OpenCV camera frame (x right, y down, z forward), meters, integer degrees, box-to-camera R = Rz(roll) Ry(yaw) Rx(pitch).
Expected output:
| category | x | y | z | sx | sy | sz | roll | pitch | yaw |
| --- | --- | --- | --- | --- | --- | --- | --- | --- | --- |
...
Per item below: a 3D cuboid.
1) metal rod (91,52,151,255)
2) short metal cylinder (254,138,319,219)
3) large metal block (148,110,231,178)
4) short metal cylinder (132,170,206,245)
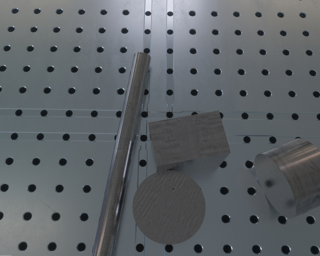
| category | x | y | z | sx | sy | sz | roll | pitch | yaw |
| --- | --- | --- | --- | --- | --- | --- | --- | --- | --- |
| metal rod | -0.048 | 0.036 | 0.398 | 0.025 | 0.025 | 0.299 | 8 | 70 | 3 |
| short metal cylinder | 0.155 | 0.058 | 0.363 | 0.050 | 0.080 | 0.080 | -21 | 72 | -7 |
| large metal block | 0.031 | 0.024 | 0.374 | 0.081 | 0.080 | 0.050 | -10 | 70 | -4 |
| short metal cylinder | 0.010 | 0.094 | 0.364 | 0.081 | 0.050 | 0.080 | 0 | 70 | 0 |
